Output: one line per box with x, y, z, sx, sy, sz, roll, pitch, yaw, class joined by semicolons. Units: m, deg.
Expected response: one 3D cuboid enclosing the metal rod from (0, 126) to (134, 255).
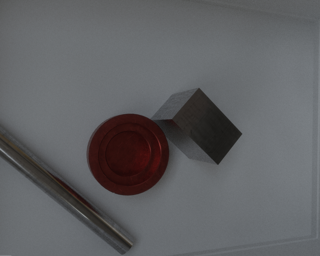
-0.145;0.048;0.357;0.300;0.025;0.025;45;76;-15;metal rod

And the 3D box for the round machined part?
-0.042;0.032;0.387;0.099;0.042;0.097;0;90;-21;round machined part

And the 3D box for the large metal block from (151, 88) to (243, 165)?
0.043;-0.002;0.398;0.080;0.080;0.050;44;76;-15;large metal block
